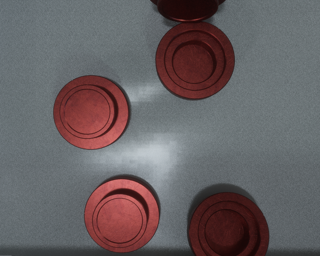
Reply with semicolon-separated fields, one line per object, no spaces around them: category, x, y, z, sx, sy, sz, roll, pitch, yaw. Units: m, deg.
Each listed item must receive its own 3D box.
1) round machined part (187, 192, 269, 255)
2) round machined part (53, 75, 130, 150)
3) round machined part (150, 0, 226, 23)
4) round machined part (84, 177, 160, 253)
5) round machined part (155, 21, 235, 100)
round machined part;0.083;0.133;0.395;0.099;0.042;0.098;1;74;-3
round machined part;-0.090;-0.020;0.402;0.099;0.042;0.097;0;90;0
round machined part;0.032;-0.154;0.350;0.099;0.098;0.042;2;82;0
round machined part;-0.050;0.114;0.402;0.099;0.042;0.097;0;90;0
round machined part;0.044;-0.084;0.403;0.099;0.042;0.097;0;90;0
